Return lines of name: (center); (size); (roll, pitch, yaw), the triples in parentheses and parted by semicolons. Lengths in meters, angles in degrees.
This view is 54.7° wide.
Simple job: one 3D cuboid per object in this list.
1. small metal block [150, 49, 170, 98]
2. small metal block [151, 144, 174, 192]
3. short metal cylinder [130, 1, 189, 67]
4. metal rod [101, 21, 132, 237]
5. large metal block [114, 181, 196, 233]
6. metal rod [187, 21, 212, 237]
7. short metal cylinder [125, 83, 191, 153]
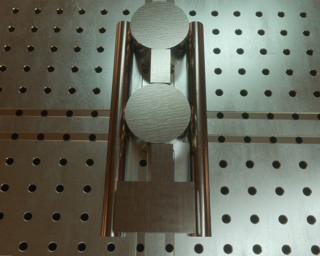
small metal block: (0.001, -0.072, 0.423); (0.025, 0.050, 0.050); (1, 70, 0)
small metal block: (0.003, 0.050, 0.379); (0.025, 0.050, 0.050); (0, 70, 0)
short metal cylinder: (0.000, -0.133, 0.446); (0.081, 0.050, 0.080); (0, 70, 0)
metal rod: (-0.055, -0.013, 0.415); (0.025, 0.025, 0.299); (1, 70, 0)
large metal block: (-0.005, 0.092, 0.349); (0.080, 0.080, 0.050); (1, 70, 0)
metal rod: (0.051, -0.012, 0.415); (0.025, 0.025, 0.299); (1, 70, 0)
short metal cylinder: (-0.003, -0.011, 0.402); (0.081, 0.050, 0.080); (0, 70, 0)
